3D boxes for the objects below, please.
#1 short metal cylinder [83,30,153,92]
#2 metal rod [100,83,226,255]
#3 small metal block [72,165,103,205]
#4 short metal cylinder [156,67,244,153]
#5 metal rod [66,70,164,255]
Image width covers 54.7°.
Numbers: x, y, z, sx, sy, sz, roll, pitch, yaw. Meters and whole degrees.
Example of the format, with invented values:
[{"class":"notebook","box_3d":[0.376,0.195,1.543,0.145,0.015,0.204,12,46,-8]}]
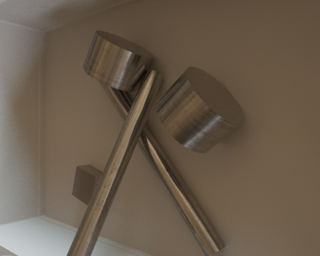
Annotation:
[{"class":"short metal cylinder","box_3d":[-0.056,-0.090,0.415,0.080,0.081,0.050,40,114,32]},{"class":"metal rod","box_3d":[-0.012,0.028,0.414,0.025,0.025,0.299,-48,62,29]},{"class":"small metal block","box_3d":[-0.113,0.092,0.497,0.050,0.025,0.050,19,102,38]},{"class":"short metal cylinder","box_3d":[0.043,-0.020,0.334,0.050,0.081,0.080,-46,63,30]},{"class":"metal rod","box_3d":[-0.059,0.063,0.371,0.025,0.025,0.299,8,69,39]}]
